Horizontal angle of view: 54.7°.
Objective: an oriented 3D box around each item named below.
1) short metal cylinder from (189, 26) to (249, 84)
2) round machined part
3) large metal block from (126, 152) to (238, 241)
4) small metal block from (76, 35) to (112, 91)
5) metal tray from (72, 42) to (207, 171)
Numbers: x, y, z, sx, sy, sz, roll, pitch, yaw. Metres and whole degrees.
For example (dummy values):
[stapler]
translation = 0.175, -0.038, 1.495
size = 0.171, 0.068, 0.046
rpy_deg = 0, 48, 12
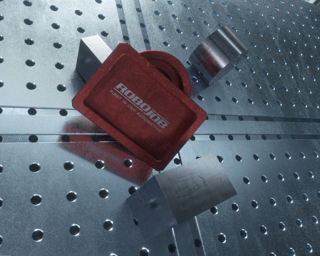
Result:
[short metal cylinder]
translation = 0.092, -0.114, 0.492
size = 0.081, 0.080, 0.050
rpy_deg = -33, 81, -38
[round machined part]
translation = -0.014, -0.050, 0.399
size = 0.099, 0.042, 0.097
rpy_deg = -4, 104, -17
[large metal block]
translation = 0.021, 0.075, 0.338
size = 0.081, 0.080, 0.050
rpy_deg = -15, 70, -34
[small metal block]
translation = -0.080, -0.081, 0.394
size = 0.025, 0.050, 0.050
rpy_deg = -26, 67, -37
[metal tray]
translation = -0.022, -0.023, 0.359
size = 0.130, 0.030, 0.090
rpy_deg = 39, 90, -16
